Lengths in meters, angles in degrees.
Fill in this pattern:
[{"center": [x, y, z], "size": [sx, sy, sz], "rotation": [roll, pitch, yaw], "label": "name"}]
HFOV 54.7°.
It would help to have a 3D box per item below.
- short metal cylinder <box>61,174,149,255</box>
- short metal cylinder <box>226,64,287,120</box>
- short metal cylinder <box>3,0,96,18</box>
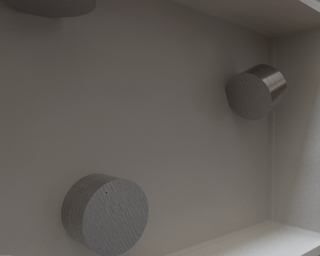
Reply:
[{"center": [-0.060, 0.093, 0.342], "size": [0.081, 0.050, 0.079], "rotation": [0, 90, -40], "label": "short metal cylinder"}, {"center": [0.157, -0.059, 0.505], "size": [0.050, 0.080, 0.080], "rotation": [-30, 109, -36], "label": "short metal cylinder"}, {"center": [-0.102, -0.140, 0.286], "size": [0.081, 0.080, 0.050], "rotation": [-4, 93, -40], "label": "short metal cylinder"}]
